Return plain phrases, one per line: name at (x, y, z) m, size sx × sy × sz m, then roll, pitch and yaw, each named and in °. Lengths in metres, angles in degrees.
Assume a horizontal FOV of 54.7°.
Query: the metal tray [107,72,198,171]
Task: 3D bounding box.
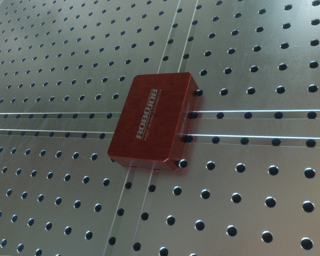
metal tray at (-0.008, -0.012, 0.414) m, size 0.090 × 0.030 × 0.130 m, roll 2°, pitch 63°, yaw 29°
